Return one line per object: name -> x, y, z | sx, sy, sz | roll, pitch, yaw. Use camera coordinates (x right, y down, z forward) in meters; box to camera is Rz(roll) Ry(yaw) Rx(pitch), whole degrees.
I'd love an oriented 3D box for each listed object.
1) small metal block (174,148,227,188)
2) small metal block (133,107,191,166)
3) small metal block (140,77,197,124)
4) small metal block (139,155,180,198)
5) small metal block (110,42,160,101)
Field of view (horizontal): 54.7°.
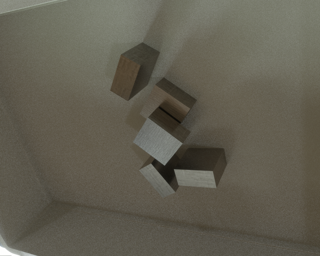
small metal block -> 0.053, 0.049, 0.395 | 0.050, 0.050, 0.025 | -1, 118, 29
small metal block -> 0.002, 0.011, 0.383 | 0.050, 0.025, 0.050 | 37, 134, 3
small metal block -> 0.010, -0.026, 0.387 | 0.050, 0.025, 0.050 | 35, 129, 4
small metal block -> 0.007, 0.058, 0.425 | 0.025, 0.050, 0.050 | -33, 100, 38
small metal block -> -0.029, -0.067, 0.366 | 0.025, 0.050, 0.050 | 31, 129, 8
